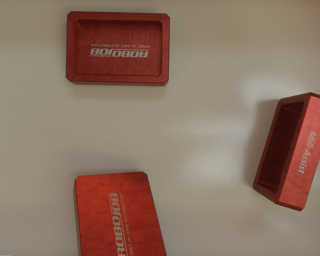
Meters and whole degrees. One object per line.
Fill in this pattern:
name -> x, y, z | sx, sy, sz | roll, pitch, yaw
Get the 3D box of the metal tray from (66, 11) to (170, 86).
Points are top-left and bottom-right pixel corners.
metal tray -> -0.053, -0.103, 0.408 | 0.131, 0.030, 0.089 | 1, 90, -1

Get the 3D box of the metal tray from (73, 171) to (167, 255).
metal tray -> -0.048, 0.116, 0.359 | 0.091, 0.030, 0.130 | -1, 53, -21

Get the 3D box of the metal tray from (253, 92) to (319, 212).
metal tray -> 0.160, 0.026, 0.381 | 0.030, 0.090, 0.129 | 17, 90, 0
